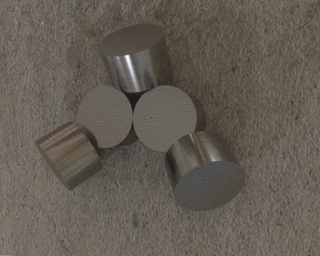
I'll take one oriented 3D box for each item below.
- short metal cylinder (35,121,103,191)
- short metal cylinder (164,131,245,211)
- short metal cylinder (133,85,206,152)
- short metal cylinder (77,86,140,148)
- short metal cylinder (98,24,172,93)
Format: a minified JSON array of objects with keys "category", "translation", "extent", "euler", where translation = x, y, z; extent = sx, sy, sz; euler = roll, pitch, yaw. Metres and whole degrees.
[{"category":"short metal cylinder","translation":[-0.123,0.038,0.418],"extent":[0.050,0.080,0.080],"euler":[-36,75,-24]},{"category":"short metal cylinder","translation":[0.050,0.050,0.357],"extent":[0.080,0.080,0.050],"euler":[-39,36,16]},{"category":"short metal cylinder","translation":[0.013,-0.011,0.392],"extent":[0.080,0.050,0.080],"euler":[0,90,20]},{"category":"short metal cylinder","translation":[-0.063,-0.014,0.419],"extent":[0.080,0.050,0.080],"euler":[0,90,20]},{"category":"short metal cylinder","translation":[-0.029,-0.088,0.385],"extent":[0.080,0.080,0.050],"euler":[2,133,20]}]
